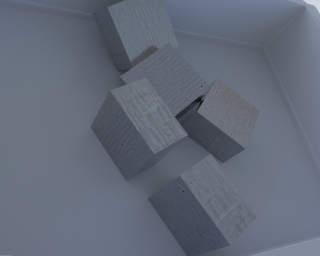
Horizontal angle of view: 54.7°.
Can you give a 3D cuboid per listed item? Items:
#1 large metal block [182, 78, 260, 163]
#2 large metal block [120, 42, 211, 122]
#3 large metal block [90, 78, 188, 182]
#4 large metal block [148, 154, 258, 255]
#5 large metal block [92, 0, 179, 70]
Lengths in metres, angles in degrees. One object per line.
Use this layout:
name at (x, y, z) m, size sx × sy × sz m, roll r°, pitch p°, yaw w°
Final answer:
large metal block at (0.087, -0.011, 0.445) m, size 0.080 × 0.050 × 0.080 m, roll 37°, pitch 51°, yaw -4°
large metal block at (0.004, -0.050, 0.406) m, size 0.080 × 0.050 × 0.080 m, roll -39°, pitch 82°, yaw -17°
large metal block at (-0.027, 0.003, 0.355) m, size 0.050 × 0.080 × 0.080 m, roll -27°, pitch 77°, yaw -37°
large metal block at (0.043, 0.087, 0.342) m, size 0.050 × 0.080 × 0.080 m, roll -29°, pitch 78°, yaw -38°
large metal block at (-0.032, -0.133, 0.422) m, size 0.080 × 0.050 × 0.080 m, roll -33°, pitch 114°, yaw -25°
